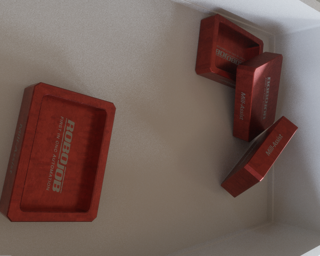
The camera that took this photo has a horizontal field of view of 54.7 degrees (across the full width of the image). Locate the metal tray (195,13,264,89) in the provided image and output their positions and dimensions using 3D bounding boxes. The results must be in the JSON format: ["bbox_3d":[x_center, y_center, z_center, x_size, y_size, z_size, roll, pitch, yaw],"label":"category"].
[{"bbox_3d":[0.117,-0.117,0.503,0.131,0.030,0.090,11,83,-40],"label":"metal tray"}]

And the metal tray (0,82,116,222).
[{"bbox_3d":[-0.101,0.028,0.319,0.091,0.030,0.129,15,81,-39],"label":"metal tray"}]

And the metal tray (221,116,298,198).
[{"bbox_3d":[0.160,0.046,0.500,0.030,0.090,0.131,42,58,9],"label":"metal tray"}]

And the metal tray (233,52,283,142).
[{"bbox_3d":[0.162,-0.052,0.516,0.091,0.030,0.129,-29,128,-36],"label":"metal tray"}]
